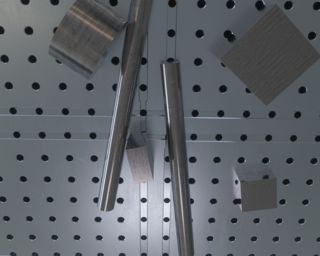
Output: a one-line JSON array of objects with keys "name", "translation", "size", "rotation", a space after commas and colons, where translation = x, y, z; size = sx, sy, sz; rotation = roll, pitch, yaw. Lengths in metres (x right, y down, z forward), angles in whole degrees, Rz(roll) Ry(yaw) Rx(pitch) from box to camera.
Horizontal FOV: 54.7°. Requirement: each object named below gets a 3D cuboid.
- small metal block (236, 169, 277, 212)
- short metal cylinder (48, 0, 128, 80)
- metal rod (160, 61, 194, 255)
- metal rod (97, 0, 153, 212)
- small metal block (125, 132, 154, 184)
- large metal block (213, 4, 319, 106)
[{"name": "small metal block", "translation": [0.140, 0.091, 0.448], "size": [0.050, 0.025, 0.050], "rotation": [-7, 110, 2]}, {"name": "short metal cylinder", "translation": [-0.079, -0.101, 0.346], "size": [0.050, 0.080, 0.080], "rotation": [33, 107, -12]}, {"name": "metal rod", "translation": [0.027, 0.058, 0.434], "size": [0.025, 0.025, 0.298], "rotation": [-5, 110, 2]}, {"name": "metal rod", "translation": [-0.049, -0.022, 0.404], "size": [0.025, 0.025, 0.298], "rotation": [11, 110, -4]}, {"name": "small metal block", "translation": [-0.026, 0.039, 0.414], "size": [0.025, 0.050, 0.050], "rotation": [-10, 110, 4]}, {"name": "large metal block", "translation": [0.124, -0.087, 0.369], "size": [0.080, 0.050, 0.080], "rotation": [42, 105, -14]}]
